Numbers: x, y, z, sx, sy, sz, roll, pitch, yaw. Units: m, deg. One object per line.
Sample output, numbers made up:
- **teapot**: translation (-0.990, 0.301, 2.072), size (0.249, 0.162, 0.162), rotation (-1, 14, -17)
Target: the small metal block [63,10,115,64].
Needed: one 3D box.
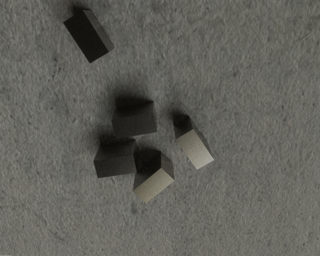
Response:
- **small metal block**: translation (-0.079, -0.106, 0.356), size (0.025, 0.050, 0.050), rotation (-29, 108, 10)

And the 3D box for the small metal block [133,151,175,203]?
- **small metal block**: translation (-0.008, 0.066, 0.421), size (0.050, 0.050, 0.025), rotation (-41, 105, 13)

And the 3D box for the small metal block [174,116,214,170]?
- **small metal block**: translation (0.043, 0.018, 0.404), size (0.025, 0.050, 0.050), rotation (-32, 107, 11)

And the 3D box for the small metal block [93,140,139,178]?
- **small metal block**: translation (-0.056, 0.040, 0.410), size (0.050, 0.050, 0.025), rotation (-8, 110, 3)

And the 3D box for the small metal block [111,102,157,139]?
- **small metal block**: translation (-0.031, -0.011, 0.392), size (0.050, 0.050, 0.025), rotation (-9, 110, 3)
